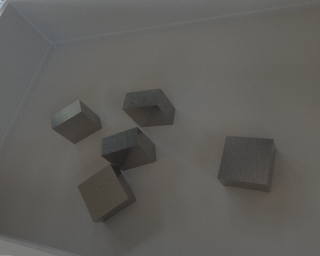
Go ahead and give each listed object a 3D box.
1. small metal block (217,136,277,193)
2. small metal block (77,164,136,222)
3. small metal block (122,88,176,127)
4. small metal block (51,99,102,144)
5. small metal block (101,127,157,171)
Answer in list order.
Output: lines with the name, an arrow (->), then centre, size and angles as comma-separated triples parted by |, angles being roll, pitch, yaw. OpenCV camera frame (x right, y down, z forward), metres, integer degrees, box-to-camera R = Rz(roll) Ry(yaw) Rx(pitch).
small metal block -> 0.094, 0.038, 0.333 | 0.050, 0.025, 0.050 | 4, 63, 29
small metal block -> -0.066, 0.081, 0.382 | 0.050, 0.025, 0.050 | -35, 65, 5
small metal block -> -0.013, -0.025, 0.411 | 0.050, 0.050, 0.025 | -5, 60, 25
small metal block -> -0.123, -0.008, 0.457 | 0.050, 0.050, 0.025 | -30, 52, 9
small metal block -> -0.039, 0.028, 0.391 | 0.050, 0.050, 0.025 | -18, 55, 17
